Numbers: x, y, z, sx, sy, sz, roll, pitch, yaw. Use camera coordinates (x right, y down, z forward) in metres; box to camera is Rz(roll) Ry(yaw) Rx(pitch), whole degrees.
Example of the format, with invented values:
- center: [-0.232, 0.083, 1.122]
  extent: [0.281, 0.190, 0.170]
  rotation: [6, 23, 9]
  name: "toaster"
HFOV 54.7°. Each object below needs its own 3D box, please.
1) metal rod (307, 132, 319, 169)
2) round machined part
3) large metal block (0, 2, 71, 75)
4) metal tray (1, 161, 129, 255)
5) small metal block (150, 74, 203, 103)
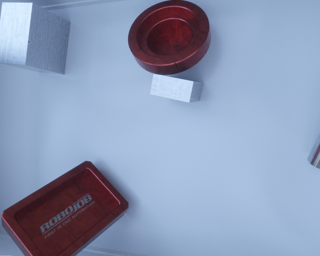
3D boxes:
- center: [0.197, -0.085, 0.269]
  extent: [0.025, 0.025, 0.298]
  rotation: [20, 125, 18]
  name: "metal rod"
- center: [0.014, -0.106, 0.384]
  extent: [0.098, 0.042, 0.098]
  rotation: [-6, 65, 12]
  name: "round machined part"
- center: [-0.178, -0.124, 0.442]
  extent: [0.050, 0.080, 0.079]
  rotation: [9, 93, 19]
  name: "large metal block"
- center: [-0.117, 0.110, 0.397]
  extent: [0.090, 0.131, 0.030]
  rotation: [44, 138, 14]
  name: "metal tray"
- center: [0.022, -0.050, 0.387]
  extent: [0.050, 0.050, 0.025]
  rotation: [14, 101, 19]
  name: "small metal block"
